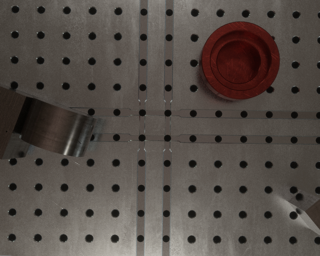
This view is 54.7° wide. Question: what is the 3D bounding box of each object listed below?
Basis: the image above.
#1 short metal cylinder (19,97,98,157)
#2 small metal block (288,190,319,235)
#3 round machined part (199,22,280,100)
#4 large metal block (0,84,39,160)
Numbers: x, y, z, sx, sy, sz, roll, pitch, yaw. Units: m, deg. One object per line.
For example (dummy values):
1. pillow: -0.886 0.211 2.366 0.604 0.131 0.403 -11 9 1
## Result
1. short metal cylinder: -0.124 -0.001 0.384 0.080 0.080 0.050 19 90 -1
2. small metal block: 0.203 0.113 0.404 0.025 0.050 0.050 -39 91 0
3. round machined part: 0.100 -0.084 0.406 0.099 0.042 0.097 0 90 -1
4. large metal block: -0.206 -0.013 0.393 0.080 0.050 0.080 21 90 7
